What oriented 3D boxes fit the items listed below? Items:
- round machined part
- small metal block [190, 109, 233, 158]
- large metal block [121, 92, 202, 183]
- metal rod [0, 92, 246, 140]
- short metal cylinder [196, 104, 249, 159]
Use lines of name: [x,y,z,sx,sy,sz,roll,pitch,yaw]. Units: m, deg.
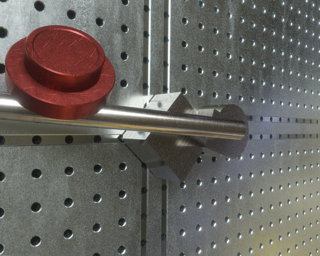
round machined part: [-0.089,-0.058,0.289,0.099,0.042,0.098,14,48,-15]
small metal block: [0.071,0.007,0.403,0.050,0.025,0.050,24,75,-38]
large metal block: [0.011,0.011,0.401,0.080,0.050,0.080,52,60,-28]
metal rod: [-0.041,-0.011,0.319,0.302,0.025,0.025,5,87,-23]
short metal cylinder: [0.090,0.005,0.471,0.081,0.050,0.079,0,90,-40]
